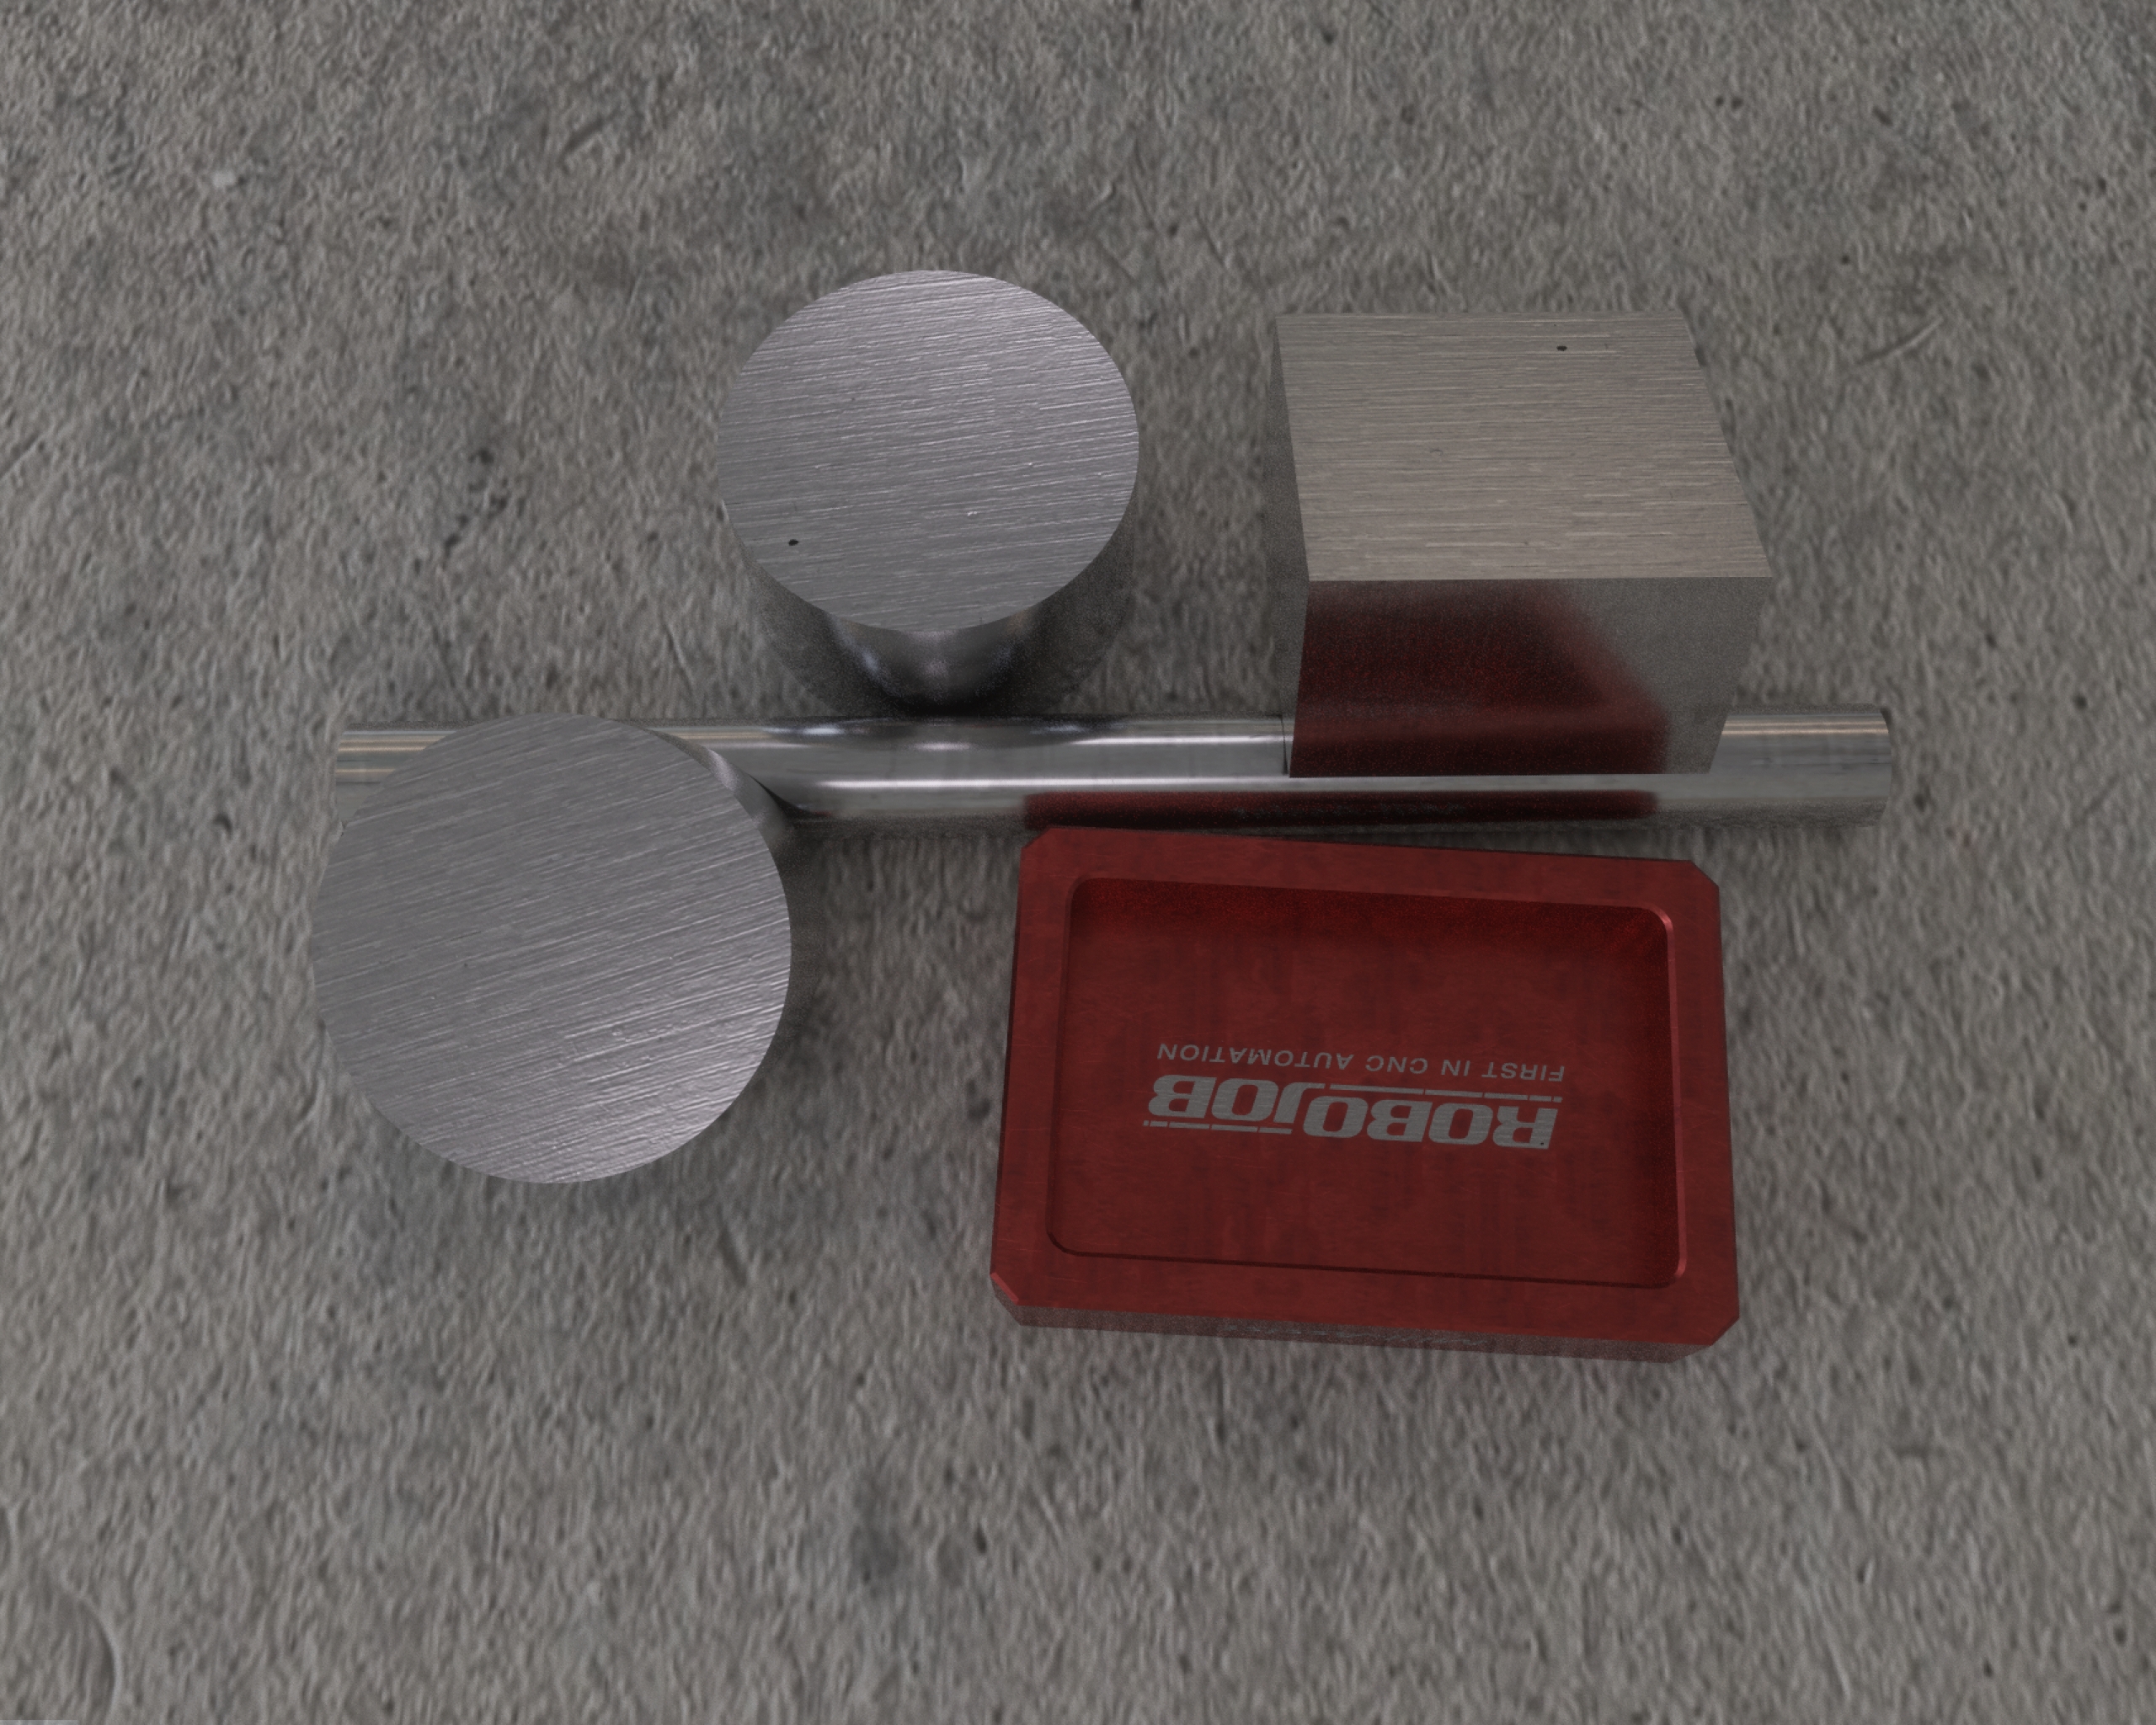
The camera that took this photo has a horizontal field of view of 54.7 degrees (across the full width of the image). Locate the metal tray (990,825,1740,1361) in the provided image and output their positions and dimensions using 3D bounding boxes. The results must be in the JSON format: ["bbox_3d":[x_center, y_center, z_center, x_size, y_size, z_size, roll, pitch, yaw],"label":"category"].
[{"bbox_3d":[0.052,0.043,0.390,0.131,0.030,0.090,3,70,1],"label":"metal tray"}]

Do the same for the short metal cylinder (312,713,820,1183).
[{"bbox_3d":[-0.089,0.014,0.377,0.081,0.050,0.079,0,91,-1],"label":"short metal cylinder"}]

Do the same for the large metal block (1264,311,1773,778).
[{"bbox_3d":[0.080,-0.063,0.406,0.081,0.050,0.080,-1,49,-1],"label":"large metal block"}]

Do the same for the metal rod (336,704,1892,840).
[{"bbox_3d":[0.008,-0.018,0.417,0.302,0.025,0.025,-1,70,-1],"label":"metal rod"}]

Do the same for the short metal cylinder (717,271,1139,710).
[{"bbox_3d":[-0.029,-0.071,0.422,0.081,0.050,0.080,0,69,0],"label":"short metal cylinder"}]
